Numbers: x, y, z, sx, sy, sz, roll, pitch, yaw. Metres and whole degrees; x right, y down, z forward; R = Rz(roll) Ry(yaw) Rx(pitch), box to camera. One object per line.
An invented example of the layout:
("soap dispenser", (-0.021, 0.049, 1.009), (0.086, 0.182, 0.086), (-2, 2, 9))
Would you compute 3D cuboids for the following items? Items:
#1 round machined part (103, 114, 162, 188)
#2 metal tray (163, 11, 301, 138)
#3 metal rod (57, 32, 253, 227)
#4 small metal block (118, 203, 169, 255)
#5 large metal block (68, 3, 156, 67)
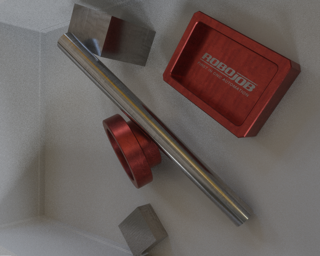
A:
("round machined part", (-0.033, 0.025, 0.399), (0.098, 0.042, 0.098), (56, 164, 26))
("metal tray", (0.071, -0.061, 0.343), (0.130, 0.030, 0.089), (42, 115, 31))
("metal rod", (-0.014, -0.006, 0.360), (0.300, 0.025, 0.025), (45, 118, 11))
("small metal block", (-0.024, 0.140, 0.425), (0.050, 0.025, 0.050), (-48, 62, 29))
("large metal block", (-0.067, -0.126, 0.424), (0.080, 0.081, 0.050), (31, 109, 35))
